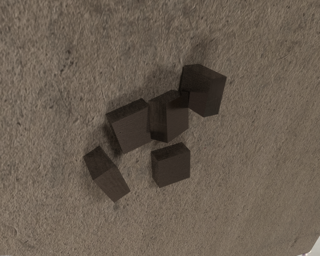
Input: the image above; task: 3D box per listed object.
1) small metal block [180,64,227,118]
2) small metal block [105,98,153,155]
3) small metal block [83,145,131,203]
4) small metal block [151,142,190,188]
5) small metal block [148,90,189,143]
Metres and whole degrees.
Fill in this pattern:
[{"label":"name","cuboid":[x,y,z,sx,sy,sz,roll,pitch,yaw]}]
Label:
[{"label":"small metal block","cuboid":[0.052,-0.048,0.389,0.025,0.050,0.050,-13,124,-33]},{"label":"small metal block","cuboid":[-0.034,-0.002,0.388,0.050,0.025,0.050,-25,128,-13]},{"label":"small metal block","cuboid":[-0.067,0.058,0.391,0.025,0.050,0.050,-35,129,-6]},{"label":"small metal block","cuboid":[0.016,0.054,0.451,0.050,0.025,0.050,-16,125,-20]},{"label":"small metal block","cuboid":[0.012,-0.016,0.386,0.050,0.025,0.050,-32,127,-48]}]
